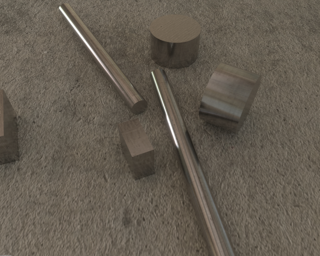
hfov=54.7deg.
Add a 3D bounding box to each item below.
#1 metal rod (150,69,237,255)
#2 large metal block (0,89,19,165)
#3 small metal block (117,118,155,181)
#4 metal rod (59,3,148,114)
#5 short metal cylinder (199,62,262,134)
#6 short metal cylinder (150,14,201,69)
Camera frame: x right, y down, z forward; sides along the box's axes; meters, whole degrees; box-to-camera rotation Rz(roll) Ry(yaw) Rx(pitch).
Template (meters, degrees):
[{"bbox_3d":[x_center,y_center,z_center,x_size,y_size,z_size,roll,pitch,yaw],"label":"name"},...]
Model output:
[{"bbox_3d":[0.032,0.031,0.376,0.025,0.025,0.300,-10,51,-9],"label":"metal rod"},{"bbox_3d":[-0.226,0.005,0.381,0.081,0.050,0.080,-14,52,-12],"label":"large metal block"},{"bbox_3d":[-0.028,0.025,0.366,0.025,0.050,0.050,-18,53,-15],"label":"small metal block"},{"bbox_3d":[-0.104,-0.127,0.509,0.025,0.025,0.300,-24,54,-19],"label":"metal rod"},{"bbox_3d":[0.091,-0.038,0.401,0.050,0.080,0.080,24,54,19],"label":"short metal cylinder"},{"bbox_3d":[0.024,-0.142,0.507,0.081,0.050,0.080,0,50,0],"label":"short metal cylinder"}]
